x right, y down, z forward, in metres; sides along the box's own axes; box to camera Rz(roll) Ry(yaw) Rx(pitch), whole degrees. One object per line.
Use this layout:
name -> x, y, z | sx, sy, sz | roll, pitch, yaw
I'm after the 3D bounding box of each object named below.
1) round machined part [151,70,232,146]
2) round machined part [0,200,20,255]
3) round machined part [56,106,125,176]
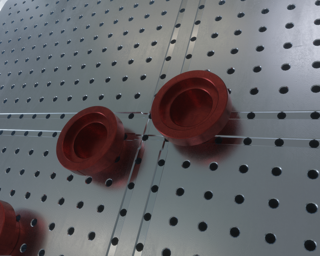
round machined part -> 0.042, -0.021, 0.389 | 0.098, 0.042, 0.098 | -13, 56, 21
round machined part -> -0.238, 0.150, 0.432 | 0.098, 0.042, 0.098 | -13, 56, 21
round machined part -> -0.092, 0.021, 0.434 | 0.098, 0.042, 0.098 | -13, 56, 21
